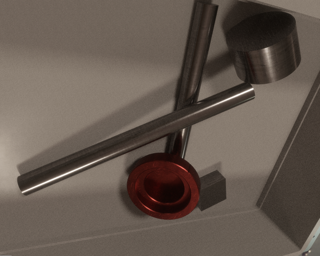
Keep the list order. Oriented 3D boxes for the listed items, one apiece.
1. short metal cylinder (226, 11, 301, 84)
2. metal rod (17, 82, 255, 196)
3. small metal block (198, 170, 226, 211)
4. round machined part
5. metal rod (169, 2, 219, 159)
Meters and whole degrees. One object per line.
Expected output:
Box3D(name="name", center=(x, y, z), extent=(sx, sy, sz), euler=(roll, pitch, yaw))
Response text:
Box3D(name="short metal cylinder", center=(0.128, -0.100, 0.384), extent=(0.080, 0.080, 0.050), euler=(-35, 129, -5))
Box3D(name="metal rod", center=(-0.023, 0.010, 0.381), extent=(0.302, 0.025, 0.025), euler=(-23, 128, -6))
Box3D(name="small metal block", center=(0.083, 0.105, 0.522), extent=(0.050, 0.025, 0.050), euler=(-22, 127, -16))
Box3D(name="round machined part", center=(0.007, 0.076, 0.430), extent=(0.098, 0.042, 0.097), euler=(5, 117, 10))
Box3D(name="metal rod", center=(0.032, -0.011, 0.421), extent=(0.025, 0.025, 0.298), euler=(-5, 121, -26))
